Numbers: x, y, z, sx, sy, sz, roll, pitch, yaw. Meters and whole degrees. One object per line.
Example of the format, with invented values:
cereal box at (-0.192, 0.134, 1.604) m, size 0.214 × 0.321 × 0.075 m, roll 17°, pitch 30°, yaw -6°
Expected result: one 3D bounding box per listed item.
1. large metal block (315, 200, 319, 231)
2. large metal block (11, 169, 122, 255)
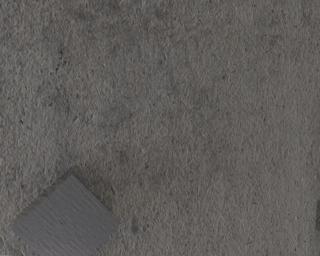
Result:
large metal block at (0.314, 0.150, 0.495) m, size 0.081 × 0.080 × 0.050 m, roll 6°, pitch 88°, yaw -20°
large metal block at (-0.106, 0.106, 0.357) m, size 0.080 × 0.050 × 0.080 m, roll -44°, pitch 104°, yaw -15°
